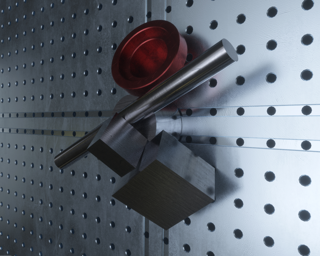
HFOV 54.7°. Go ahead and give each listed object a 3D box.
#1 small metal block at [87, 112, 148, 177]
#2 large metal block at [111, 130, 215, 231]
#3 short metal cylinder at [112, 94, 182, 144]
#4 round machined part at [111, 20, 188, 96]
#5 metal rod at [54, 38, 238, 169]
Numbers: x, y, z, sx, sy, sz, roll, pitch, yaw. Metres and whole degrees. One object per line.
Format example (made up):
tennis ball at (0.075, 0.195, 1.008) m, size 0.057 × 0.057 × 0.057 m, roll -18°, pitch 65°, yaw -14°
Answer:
small metal block at (-0.047, 0.018, 0.350) m, size 0.050 × 0.050 × 0.025 m, roll 42°, pitch 126°, yaw -17°
large metal block at (0.005, 0.062, 0.357) m, size 0.080 × 0.050 × 0.080 m, roll 37°, pitch 123°, yaw -16°
short metal cylinder at (-0.019, -0.003, 0.406) m, size 0.080 × 0.050 × 0.079 m, roll 0°, pitch 90°, yaw 39°
round machined part at (-0.009, -0.082, 0.389) m, size 0.098 × 0.042 × 0.098 m, roll -14°, pitch 60°, yaw 27°
metal rod at (-0.040, -0.012, 0.375) m, size 0.299 × 0.025 × 0.025 m, roll -30°, pitch 72°, yaw 35°
